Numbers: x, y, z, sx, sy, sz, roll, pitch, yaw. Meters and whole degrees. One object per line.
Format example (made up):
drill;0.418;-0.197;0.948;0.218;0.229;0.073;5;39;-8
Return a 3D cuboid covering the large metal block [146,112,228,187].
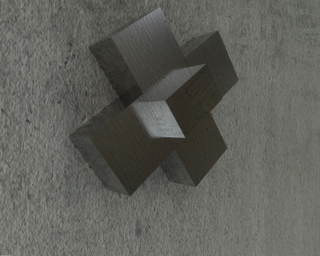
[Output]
large metal block;0.037;0.020;0.422;0.080;0.050;0.080;-44;117;-31

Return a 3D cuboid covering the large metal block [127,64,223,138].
large metal block;0.016;-0.033;0.385;0.080;0.080;0.050;-44;117;-31

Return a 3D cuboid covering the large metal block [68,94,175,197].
large metal block;-0.041;0.018;0.356;0.080;0.050;0.080;-44;117;-31

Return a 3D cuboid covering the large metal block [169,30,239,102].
large metal block;0.057;-0.079;0.439;0.080;0.050;0.080;-44;117;-31

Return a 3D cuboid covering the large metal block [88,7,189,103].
large metal block;-0.023;-0.085;0.371;0.080;0.050;0.080;-44;117;-31
